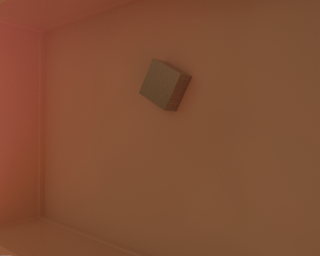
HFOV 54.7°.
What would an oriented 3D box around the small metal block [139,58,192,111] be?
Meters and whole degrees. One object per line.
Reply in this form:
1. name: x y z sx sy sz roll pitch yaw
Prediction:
1. small metal block: 0.006 -0.056 0.400 0.050 0.025 0.050 37 112 33
